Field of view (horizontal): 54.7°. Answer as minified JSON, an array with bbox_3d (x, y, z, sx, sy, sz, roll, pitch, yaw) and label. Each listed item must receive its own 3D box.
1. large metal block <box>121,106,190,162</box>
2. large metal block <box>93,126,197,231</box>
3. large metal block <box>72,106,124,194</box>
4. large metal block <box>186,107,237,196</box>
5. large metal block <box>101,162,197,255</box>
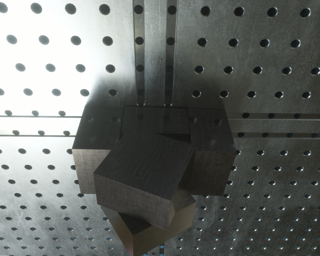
[{"bbox_3d":[-0.007,0.020,0.409,0.081,0.050,0.079,2,130,-2],"label":"large metal block"},{"bbox_3d":[-0.014,0.051,0.335,0.080,0.080,0.050,17,131,15],"label":"large metal block"},{"bbox_3d":[-0.074,0.028,0.399,0.050,0.080,0.079,1,130,-2],"label":"large metal block"},{"bbox_3d":[0.058,0.030,0.402,0.050,0.080,0.079,3,130,-3],"label":"large metal block"},{"bbox_3d":[-0.016,0.091,0.365,0.081,0.080,0.050,-21,136,-27],"label":"large metal block"}]
